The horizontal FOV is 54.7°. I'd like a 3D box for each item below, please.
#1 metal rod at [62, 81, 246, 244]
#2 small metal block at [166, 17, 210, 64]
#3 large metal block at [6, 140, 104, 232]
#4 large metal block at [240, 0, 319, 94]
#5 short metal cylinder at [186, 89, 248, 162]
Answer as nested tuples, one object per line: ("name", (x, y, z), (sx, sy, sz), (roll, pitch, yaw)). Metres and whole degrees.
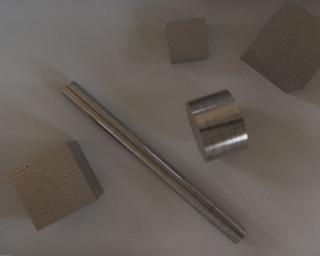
("metal rod", (-0.007, 0.045, 0.411), (0.300, 0.025, 0.025), (41, 90, -1))
("small metal block", (0.036, -0.115, 0.412), (0.050, 0.025, 0.050), (-7, 90, -1))
("large metal block", (-0.131, 0.071, 0.397), (0.080, 0.050, 0.080), (-28, 90, 0))
("large metal block", (0.166, -0.103, 0.401), (0.080, 0.050, 0.080), (38, 90, -1))
("short metal cylinder", (0.069, -0.003, 0.385), (0.050, 0.080, 0.080), (-18, 90, 0))
